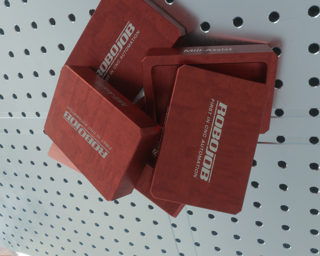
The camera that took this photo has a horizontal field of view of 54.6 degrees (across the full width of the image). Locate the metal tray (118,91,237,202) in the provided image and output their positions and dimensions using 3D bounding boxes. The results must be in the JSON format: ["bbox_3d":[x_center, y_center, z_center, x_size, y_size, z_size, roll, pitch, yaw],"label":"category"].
[{"bbox_3d":[0.025,0.013,0.365,0.130,0.090,0.030,38,130,3],"label":"metal tray"}]

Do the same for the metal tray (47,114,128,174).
[{"bbox_3d":[-0.105,0.026,0.451,0.090,0.030,0.129,31,142,-12],"label":"metal tray"}]

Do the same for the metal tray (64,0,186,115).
[{"bbox_3d":[-0.045,-0.085,0.355,0.090,0.030,0.129,39,115,-1],"label":"metal tray"}]

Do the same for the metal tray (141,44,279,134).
[{"bbox_3d":[0.050,-0.039,0.329,0.131,0.030,0.089,-1,120,6],"label":"metal tray"}]

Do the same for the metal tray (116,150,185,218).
[{"bbox_3d":[-0.010,0.063,0.396,0.090,0.130,0.030,36,87,3],"label":"metal tray"}]

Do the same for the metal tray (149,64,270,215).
[{"bbox_3d":[0.047,0.012,0.309,0.090,0.030,0.129,13,90,-4],"label":"metal tray"}]

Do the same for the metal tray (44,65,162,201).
[{"bbox_3d":[-0.068,0.002,0.331,0.130,0.030,0.089,39,118,27],"label":"metal tray"}]

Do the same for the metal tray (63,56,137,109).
[{"bbox_3d":[-0.089,-0.037,0.432,0.090,0.030,0.129,33,129,6],"label":"metal tray"}]
